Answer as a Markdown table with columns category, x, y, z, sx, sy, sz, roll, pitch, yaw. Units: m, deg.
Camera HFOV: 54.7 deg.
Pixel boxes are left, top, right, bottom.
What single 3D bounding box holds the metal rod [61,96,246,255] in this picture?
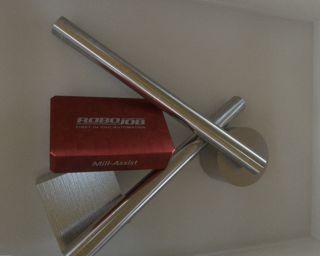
| category | x | y | z | sx | sy | sz | roll | pitch | yaw |
| --- | --- | --- | --- | --- | --- | --- | --- | --- | --- |
| metal rod | 0.013 | 0.047 | 0.376 | 0.302 | 0.025 | 0.025 | -39 | 103 | -30 |

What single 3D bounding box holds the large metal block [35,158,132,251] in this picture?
| category | x | y | z | sx | sy | sz | roll | pitch | yaw |
| --- | --- | --- | --- | --- | --- | --- | --- | --- | --- |
| large metal block | -0.089 | 0.083 | 0.360 | 0.081 | 0.050 | 0.080 | -20 | 97 | -19 |

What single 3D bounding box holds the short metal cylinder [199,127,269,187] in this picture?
| category | x | y | z | sx | sy | sz | roll | pitch | yaw |
| --- | --- | --- | --- | --- | --- | --- | --- | --- | --- |
| short metal cylinder | 0.103 | 0.038 | 0.434 | 0.081 | 0.050 | 0.079 | 0 | 90 | -21 |

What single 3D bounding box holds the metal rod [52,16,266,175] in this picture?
| category | x | y | z | sx | sy | sz | roll | pitch | yaw |
| --- | --- | --- | --- | --- | --- | --- | --- | --- | --- |
| metal rod | 0.003 | -0.037 | 0.380 | 0.301 | 0.025 | 0.025 | 35 | 78 | -5 |

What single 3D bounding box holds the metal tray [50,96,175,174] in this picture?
| category | x | y | z | sx | sy | sz | roll | pitch | yaw |
| --- | --- | --- | --- | --- | --- | --- | --- | --- | --- |
| metal tray | -0.057 | 0.005 | 0.356 | 0.131 | 0.030 | 0.090 | 0 | 46 | -19 |
